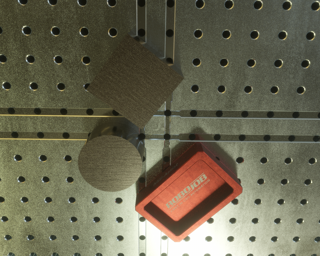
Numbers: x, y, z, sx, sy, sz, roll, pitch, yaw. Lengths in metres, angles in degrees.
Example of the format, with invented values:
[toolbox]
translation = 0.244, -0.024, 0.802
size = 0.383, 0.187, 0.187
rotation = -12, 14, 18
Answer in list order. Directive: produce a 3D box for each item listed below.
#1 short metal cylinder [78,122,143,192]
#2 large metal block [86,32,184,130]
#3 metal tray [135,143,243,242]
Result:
[short metal cylinder]
translation = -0.063, 0.037, 0.413
size = 0.081, 0.050, 0.079
rotation = 0, 110, -1
[large metal block]
translation = -0.029, -0.059, 0.378
size = 0.080, 0.050, 0.080
rotation = 36, 106, -13
[metal tray]
translation = 0.040, 0.095, 0.446
size = 0.130, 0.030, 0.090
rotation = -43, 105, 14
